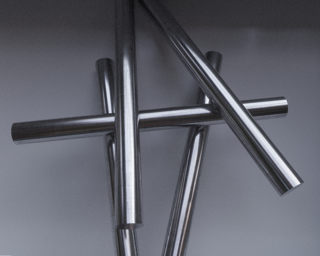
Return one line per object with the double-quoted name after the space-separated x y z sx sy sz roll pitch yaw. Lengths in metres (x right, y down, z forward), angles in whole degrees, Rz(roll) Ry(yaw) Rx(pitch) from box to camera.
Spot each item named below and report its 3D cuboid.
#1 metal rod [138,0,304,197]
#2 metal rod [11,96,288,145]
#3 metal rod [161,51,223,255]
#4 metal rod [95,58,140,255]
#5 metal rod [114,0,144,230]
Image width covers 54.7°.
0.051 -0.059 0.347 0.025 0.025 0.299 -31 64 0 "metal rod"
-0.009 -0.009 0.349 0.302 0.025 0.025 -6 90 -3 "metal rod"
0.038 0.039 0.356 0.025 0.025 0.299 15 67 0 "metal rod"
-0.049 0.048 0.351 0.025 0.025 0.299 -10 66 0 "metal rod"
-0.037 -0.045 0.340 0.025 0.025 0.299 -4 61 0 "metal rod"
